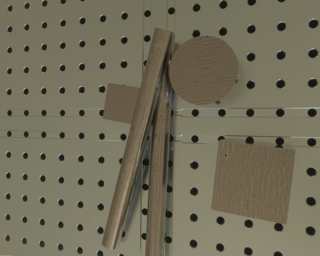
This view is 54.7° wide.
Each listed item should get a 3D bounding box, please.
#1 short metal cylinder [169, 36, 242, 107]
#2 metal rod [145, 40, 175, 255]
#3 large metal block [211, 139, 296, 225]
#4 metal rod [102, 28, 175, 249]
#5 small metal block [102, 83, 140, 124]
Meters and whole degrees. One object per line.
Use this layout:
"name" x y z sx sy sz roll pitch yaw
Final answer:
"short metal cylinder" 0.057 -0.066 0.379 0.080 0.050 0.079 0 90 20
"metal rod" 0.000 0.032 0.412 0.025 0.025 0.298 3 91 20
"large metal block" 0.108 0.058 0.361 0.080 0.050 0.079 7 92 19
"metal rod" -0.032 0.023 0.406 0.025 0.025 0.298 19 103 19
"small metal block" -0.048 -0.033 0.429 0.050 0.025 0.050 11 94 19
